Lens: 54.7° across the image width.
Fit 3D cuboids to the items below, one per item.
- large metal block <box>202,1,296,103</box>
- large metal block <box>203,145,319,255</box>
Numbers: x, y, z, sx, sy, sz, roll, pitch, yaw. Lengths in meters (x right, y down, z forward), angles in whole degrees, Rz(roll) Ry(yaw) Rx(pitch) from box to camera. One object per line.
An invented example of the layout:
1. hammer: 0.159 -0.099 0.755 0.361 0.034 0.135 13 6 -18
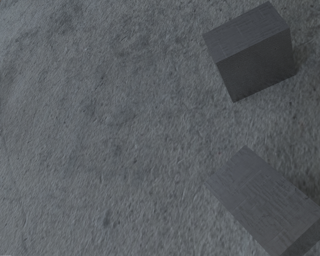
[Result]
1. large metal block: 0.106 -0.086 0.365 0.080 0.080 0.050 -25 53 13
2. large metal block: 0.094 0.072 0.274 0.050 0.080 0.080 -43 51 -1
